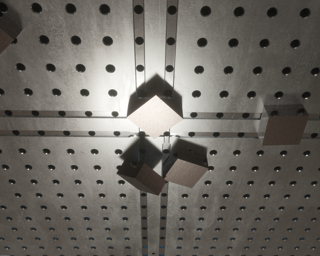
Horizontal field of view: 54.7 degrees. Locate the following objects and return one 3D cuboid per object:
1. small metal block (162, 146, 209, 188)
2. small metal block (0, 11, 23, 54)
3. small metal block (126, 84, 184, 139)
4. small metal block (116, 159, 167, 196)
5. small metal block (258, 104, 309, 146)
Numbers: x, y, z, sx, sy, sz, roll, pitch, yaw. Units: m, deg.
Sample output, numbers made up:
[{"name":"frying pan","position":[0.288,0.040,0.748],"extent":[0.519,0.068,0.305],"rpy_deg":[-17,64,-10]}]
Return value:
[{"name":"small metal block","position":[0.037,0.060,0.463],"extent":[0.050,0.025,0.050],"rpy_deg":[19,127,-16]},{"name":"small metal block","position":[-0.184,-0.101,0.323],"extent":[0.050,0.025,0.050],"rpy_deg":[-32,124,24]},{"name":"small metal block","position":[-0.006,-0.020,0.395],"extent":[0.050,0.025,0.050],"rpy_deg":[-35,122,26]},{"name":"small metal block","position":[-0.027,0.073,0.457],"extent":[0.050,0.025,0.050],"rpy_deg":[43,155,-31]},{"name":"small metal block","position":[0.162,-0.004,0.411],"extent":[0.050,0.025,0.050],"rpy_deg":[-2,130,1]}]
